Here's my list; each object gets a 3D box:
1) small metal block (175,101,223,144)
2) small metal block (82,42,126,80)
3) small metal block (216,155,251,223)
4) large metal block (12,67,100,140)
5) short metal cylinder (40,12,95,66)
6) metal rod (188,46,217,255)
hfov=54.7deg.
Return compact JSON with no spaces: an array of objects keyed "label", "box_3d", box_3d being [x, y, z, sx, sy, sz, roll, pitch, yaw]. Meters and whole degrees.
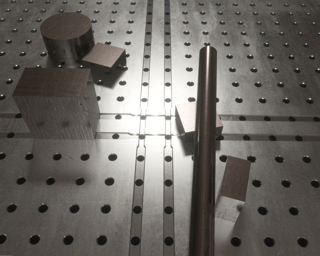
[{"label":"small metal block","box_3d":[0.051,-0.009,0.416,0.050,0.025,0.050,-9,51,-8]},{"label":"small metal block","box_3d":[-0.088,-0.108,0.498,0.050,0.025,0.050,17,52,13]},{"label":"small metal block","box_3d":[0.078,0.067,0.337,0.025,0.050,0.050,14,51,11]},{"label":"large metal block","box_3d":[-0.126,-0.029,0.395,0.081,0.080,0.050,1,50,0]},{"label":"short metal cylinder","box_3d":[-0.150,-0.148,0.514,0.081,0.050,0.080,0,50,0]},{"label":"metal rod","box_3d":[0.053,0.018,0.365,0.025,0.025,0.300,5,58,4]}]
